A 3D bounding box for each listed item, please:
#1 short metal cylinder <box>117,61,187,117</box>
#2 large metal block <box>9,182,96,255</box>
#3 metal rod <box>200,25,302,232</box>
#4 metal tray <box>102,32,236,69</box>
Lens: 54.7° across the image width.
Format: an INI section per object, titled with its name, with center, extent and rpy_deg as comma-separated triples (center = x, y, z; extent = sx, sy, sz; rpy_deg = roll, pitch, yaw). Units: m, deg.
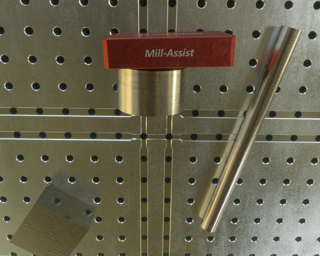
[short metal cylinder]
center = -0.010, -0.049, 0.366
extent = 0.081, 0.080, 0.050
rpy_deg = 2, 110, -1
[large metal block]
center = -0.153, 0.141, 0.450
extent = 0.080, 0.050, 0.080
rpy_deg = 33, 107, -12
[metal rod]
center = 0.115, 0.015, 0.419
extent = 0.025, 0.025, 0.298
rpy_deg = 15, 109, -6
[metal tray]
center = 0.009, -0.089, 0.345
extent = 0.131, 0.090, 0.030
rpy_deg = -1, 110, 0
